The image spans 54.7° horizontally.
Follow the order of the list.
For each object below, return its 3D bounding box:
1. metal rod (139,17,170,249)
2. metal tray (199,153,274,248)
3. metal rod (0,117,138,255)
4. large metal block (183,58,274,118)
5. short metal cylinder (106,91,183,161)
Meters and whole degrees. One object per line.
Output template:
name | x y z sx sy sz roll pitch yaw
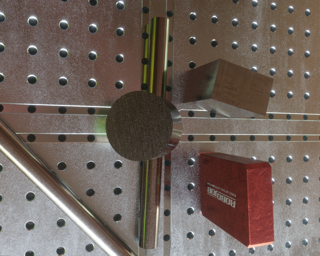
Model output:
metal rod | -0.007 0.006 0.409 0.025 0.025 0.298 3 89 -20
metal tray | 0.089 0.081 0.389 0.030 0.130 0.089 -3 91 -15
metal rod | -0.105 0.094 0.374 0.025 0.025 0.300 -44 104 -15
large metal block | 0.089 -0.049 0.416 0.081 0.080 0.050 15 85 -20
short metal cylinder | -0.017 -0.002 0.373 0.080 0.050 0.080 0 88 16
